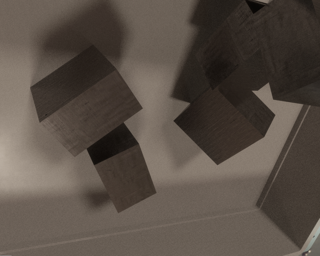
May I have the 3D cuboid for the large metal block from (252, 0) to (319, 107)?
[{"bbox_3d":[0.133,-0.066,0.265,0.081,0.080,0.050,3,161,-35],"label":"large metal block"}]

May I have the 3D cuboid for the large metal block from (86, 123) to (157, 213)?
[{"bbox_3d":[-0.052,0.038,0.370,0.050,0.080,0.080,-26,128,-13],"label":"large metal block"}]

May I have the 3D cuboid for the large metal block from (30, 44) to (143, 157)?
[{"bbox_3d":[-0.076,-0.031,0.313,0.080,0.080,0.050,-36,130,-5],"label":"large metal block"}]

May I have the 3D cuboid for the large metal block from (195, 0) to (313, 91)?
[{"bbox_3d":[0.100,-0.084,0.336,0.081,0.050,0.080,-5,154,-37],"label":"large metal block"}]

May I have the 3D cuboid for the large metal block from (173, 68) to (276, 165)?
[{"bbox_3d":[0.078,-0.012,0.383,0.080,0.080,0.050,-43,-178,46],"label":"large metal block"}]
